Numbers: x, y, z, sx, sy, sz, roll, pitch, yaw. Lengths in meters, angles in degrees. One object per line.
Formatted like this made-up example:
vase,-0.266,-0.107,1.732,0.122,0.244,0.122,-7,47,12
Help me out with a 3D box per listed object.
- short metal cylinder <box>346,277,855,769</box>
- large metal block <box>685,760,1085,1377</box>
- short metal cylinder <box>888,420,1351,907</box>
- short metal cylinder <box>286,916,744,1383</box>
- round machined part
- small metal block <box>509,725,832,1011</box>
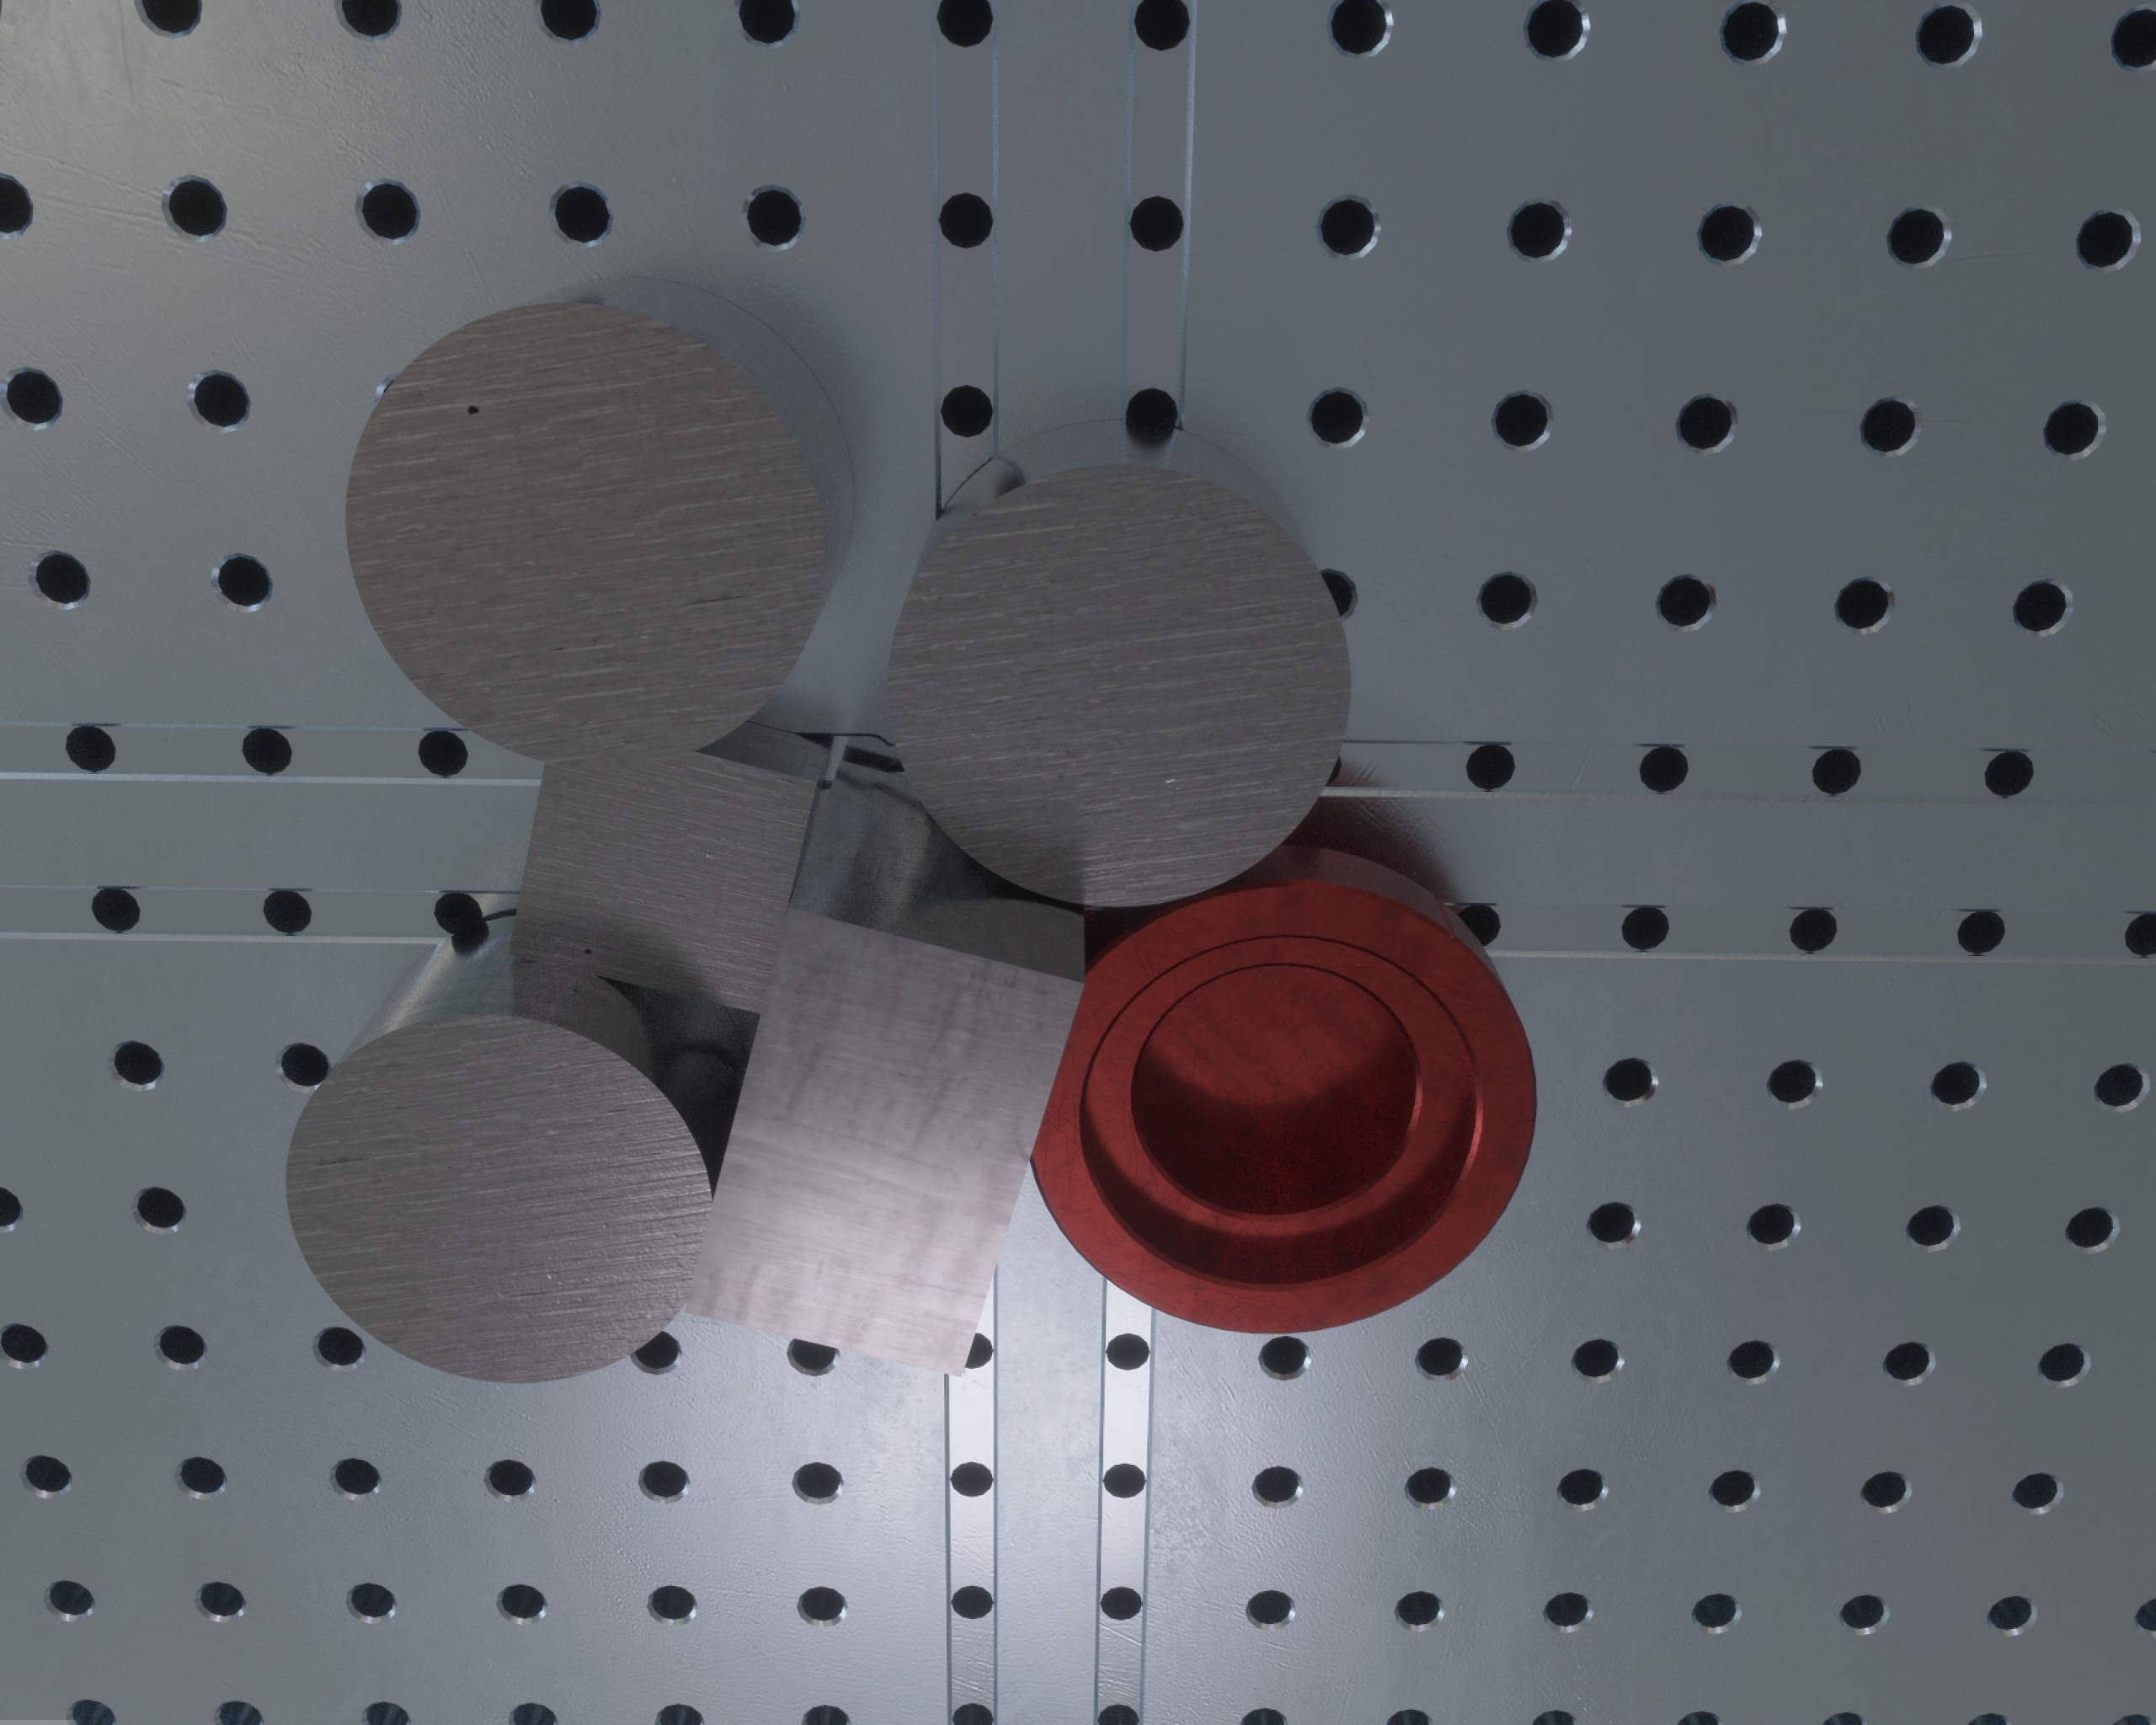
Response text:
short metal cylinder,-0.083,-0.062,0.376,0.081,0.050,0.079,0,110,0
large metal block,-0.034,0.036,0.394,0.050,0.080,0.079,15,109,-6
short metal cylinder,0.007,-0.038,0.386,0.081,0.050,0.079,0,110,0
short metal cylinder,-0.110,0.056,0.419,0.081,0.050,0.079,0,110,0
round machined part,0.039,0.042,0.420,0.099,0.042,0.097,0,110,0
small metal block,-0.080,-0.003,0.411,0.050,0.025,0.050,14,110,-5
